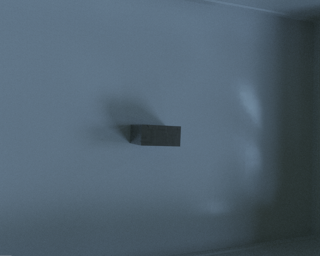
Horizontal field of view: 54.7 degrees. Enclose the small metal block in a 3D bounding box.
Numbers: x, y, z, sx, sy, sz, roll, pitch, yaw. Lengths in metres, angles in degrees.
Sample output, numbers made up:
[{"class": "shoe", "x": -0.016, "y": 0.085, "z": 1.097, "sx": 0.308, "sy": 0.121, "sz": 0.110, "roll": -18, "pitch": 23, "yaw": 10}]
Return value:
[{"class": "small metal block", "x": -0.007, "y": 0.009, "z": 0.396, "sx": 0.050, "sy": 0.050, "sz": 0.025, "roll": 3, "pitch": 89, "yaw": -20}]
